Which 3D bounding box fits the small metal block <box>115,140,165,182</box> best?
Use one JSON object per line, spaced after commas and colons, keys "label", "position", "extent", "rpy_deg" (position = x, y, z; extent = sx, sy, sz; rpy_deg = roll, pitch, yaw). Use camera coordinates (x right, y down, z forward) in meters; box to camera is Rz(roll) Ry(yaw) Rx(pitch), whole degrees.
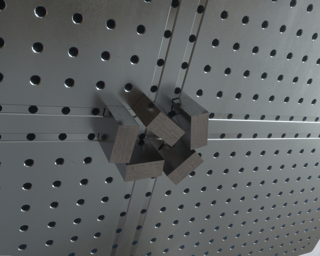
{"label": "small metal block", "position": [-0.029, 0.041, 0.404], "extent": [0.050, 0.050, 0.025], "rpy_deg": [-5, 121, -26]}

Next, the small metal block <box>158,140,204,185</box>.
{"label": "small metal block", "position": [0.024, 0.043, 0.433], "extent": [0.050, 0.050, 0.025], "rpy_deg": [-41, 128, -1]}

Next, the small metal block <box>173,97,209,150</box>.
{"label": "small metal block", "position": [0.040, -0.007, 0.411], "extent": [0.025, 0.050, 0.050], "rpy_deg": [-15, 124, -20]}

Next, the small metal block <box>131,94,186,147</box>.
{"label": "small metal block", "position": [-0.002, -0.010, 0.387], "extent": [0.025, 0.050, 0.050], "rpy_deg": [-47, 130, 6]}

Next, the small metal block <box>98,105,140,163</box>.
{"label": "small metal block", "position": [-0.051, 0.007, 0.371], "extent": [0.025, 0.050, 0.050], "rpy_deg": [4, 117, -30]}
